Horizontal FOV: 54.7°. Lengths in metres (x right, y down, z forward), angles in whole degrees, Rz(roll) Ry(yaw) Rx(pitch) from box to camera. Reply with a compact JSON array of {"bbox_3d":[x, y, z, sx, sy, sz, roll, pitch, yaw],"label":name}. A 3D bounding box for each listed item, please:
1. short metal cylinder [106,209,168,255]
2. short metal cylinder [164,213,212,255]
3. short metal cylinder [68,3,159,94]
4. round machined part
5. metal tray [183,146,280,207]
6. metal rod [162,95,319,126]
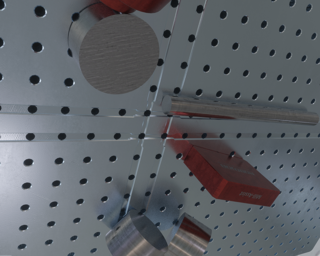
[{"bbox_3d":[-0.034,0.169,0.462,0.050,0.080,0.080,-45,129,3],"label":"short metal cylinder"},{"bbox_3d":[0.041,0.186,0.505,0.050,0.080,0.080,33,104,5],"label":"short metal cylinder"},{"bbox_3d":[-0.048,-0.081,0.317,0.081,0.050,0.079,-15,127,-20],"label":"short metal cylinder"},{"bbox_3d":[-0.033,-0.142,0.271,0.099,0.098,0.042,23,141,-36],"label":"round machined part"},{"bbox_3d":[0.110,0.074,0.475,0.131,0.090,0.030,17,110,-35],"label":"metal tray"},{"bbox_3d":[0.139,-0.023,0.472,0.302,0.025,0.025,3,117,-30],"label":"metal rod"}]
